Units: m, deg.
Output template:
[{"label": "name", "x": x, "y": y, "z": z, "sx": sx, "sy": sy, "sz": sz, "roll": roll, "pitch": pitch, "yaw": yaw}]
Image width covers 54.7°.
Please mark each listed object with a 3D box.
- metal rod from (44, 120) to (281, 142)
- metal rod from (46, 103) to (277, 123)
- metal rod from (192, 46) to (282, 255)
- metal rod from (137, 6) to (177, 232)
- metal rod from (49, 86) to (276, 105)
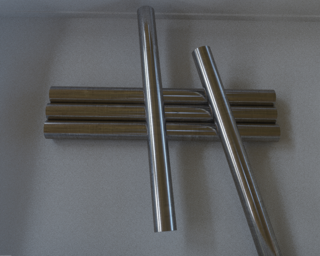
[{"label": "metal rod", "x": 0.003, "y": 0.004, "z": 0.407, "sx": 0.302, "sy": 0.025, "sz": 0.025, "roll": 1, "pitch": 70, "yaw": 0}, {"label": "metal rod", "x": 0.002, "y": -0.019, "z": 0.415, "sx": 0.302, "sy": 0.025, "sz": 0.025, "roll": 1, "pitch": 70, "yaw": 0}, {"label": "metal rod", "x": 0.094, "y": 0.039, "z": 0.374, "sx": 0.025, "sy": 0.025, "sz": 0.299, "roll": -15, "pitch": 78, "yaw": -6}, {"label": "metal rod", "x": -0.007, "y": -0.026, "z": 0.391, "sx": 0.025, "sy": 0.025, "sz": 0.299, "roll": -5, "pitch": 70, "yaw": -2}, {"label": "metal rod", "x": 0.004, "y": -0.042, "z": 0.424, "sx": 0.302, "sy": 0.025, "sz": 0.025, "roll": 1, "pitch": 70, "yaw": 0}]
